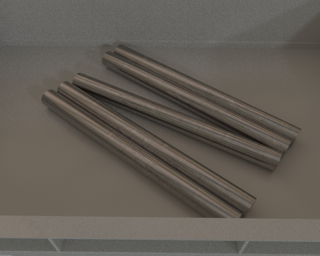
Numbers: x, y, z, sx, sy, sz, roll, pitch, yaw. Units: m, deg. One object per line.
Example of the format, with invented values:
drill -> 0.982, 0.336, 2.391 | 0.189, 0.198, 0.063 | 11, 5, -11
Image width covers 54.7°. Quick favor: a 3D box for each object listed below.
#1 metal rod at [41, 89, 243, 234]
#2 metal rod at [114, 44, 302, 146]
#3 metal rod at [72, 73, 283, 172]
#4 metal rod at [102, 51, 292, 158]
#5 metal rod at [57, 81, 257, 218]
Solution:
metal rod -> -0.039, 0.028, 0.380 | 0.300, 0.025, 0.025 | 31, 57, 23
metal rod -> 0.054, -0.057, 0.451 | 0.300, 0.025, 0.025 | 30, 56, 22
metal rod -> 0.010, -0.015, 0.416 | 0.301, 0.025, 0.025 | 23, 54, 18
metal rod -> 0.036, -0.042, 0.439 | 0.300, 0.025, 0.025 | 30, 56, 22
metal rod -> -0.021, 0.015, 0.391 | 0.300, 0.025, 0.025 | 31, 57, 23
